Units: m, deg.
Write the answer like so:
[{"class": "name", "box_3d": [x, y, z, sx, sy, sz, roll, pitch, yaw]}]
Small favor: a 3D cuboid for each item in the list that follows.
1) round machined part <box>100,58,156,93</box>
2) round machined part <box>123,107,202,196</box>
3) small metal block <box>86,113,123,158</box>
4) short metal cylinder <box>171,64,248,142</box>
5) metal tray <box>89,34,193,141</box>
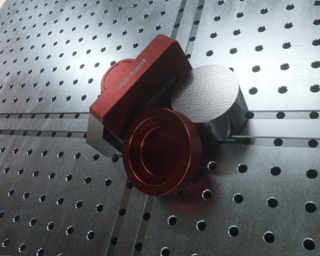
[{"class": "round machined part", "box_3d": [-0.047, -0.063, 0.455, 0.098, 0.042, 0.098, -13, 56, 21]}, {"class": "round machined part", "box_3d": [0.006, 0.028, 0.357, 0.098, 0.042, 0.097, -7, 79, 38]}, {"class": "small metal block", "box_3d": [-0.073, 0.006, 0.421, 0.025, 0.050, 0.050, -14, 56, 20]}, {"class": "short metal cylinder", "box_3d": [0.060, -0.029, 0.373, 0.080, 0.050, 0.080, -13, 56, 21]}, {"class": "metal tray", "box_3d": [-0.014, -0.041, 0.394, 0.130, 0.090, 0.030, -48, 51, -6]}]
